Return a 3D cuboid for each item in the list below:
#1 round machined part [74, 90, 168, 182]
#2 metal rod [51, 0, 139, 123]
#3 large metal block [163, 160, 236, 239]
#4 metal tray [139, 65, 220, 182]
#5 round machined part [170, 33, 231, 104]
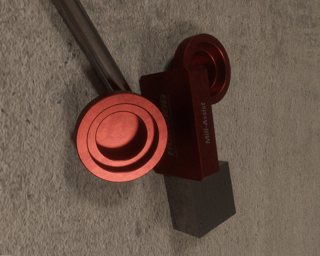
[{"bbox_3d":[-0.044,0.007,0.343,0.099,0.042,0.097,-6,106,-19],"label":"round machined part"},{"bbox_3d":[-0.091,-0.120,0.329,0.025,0.025,0.299,-44,117,-31],"label":"metal rod"},{"bbox_3d":[0.058,0.095,0.440,0.081,0.050,0.079,-18,101,-39],"label":"large metal block"},{"bbox_3d":[0.022,-0.006,0.382,0.030,0.090,0.129,-14,99,-40],"label":"metal tray"},{"bbox_3d":[0.054,-0.081,0.441,0.099,0.042,0.097,0,90,-40],"label":"round machined part"}]
